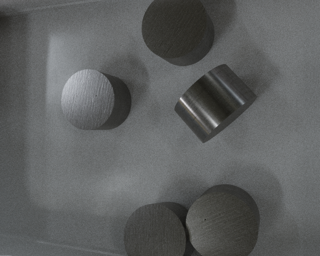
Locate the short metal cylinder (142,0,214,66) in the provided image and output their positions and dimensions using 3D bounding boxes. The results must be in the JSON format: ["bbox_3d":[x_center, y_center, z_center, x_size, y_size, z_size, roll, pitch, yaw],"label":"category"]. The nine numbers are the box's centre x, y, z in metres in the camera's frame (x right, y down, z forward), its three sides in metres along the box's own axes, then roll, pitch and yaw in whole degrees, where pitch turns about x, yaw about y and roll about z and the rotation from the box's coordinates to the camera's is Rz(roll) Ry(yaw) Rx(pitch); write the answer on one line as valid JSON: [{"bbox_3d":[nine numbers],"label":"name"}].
[{"bbox_3d":[0.024,-0.122,0.389,0.080,0.050,0.080,0,90,20],"label":"short metal cylinder"}]

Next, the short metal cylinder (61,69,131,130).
[{"bbox_3d":[-0.087,-0.037,0.428,0.080,0.050,0.080,0,90,20],"label":"short metal cylinder"}]

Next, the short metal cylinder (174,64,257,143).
[{"bbox_3d":[0.064,-0.027,0.359,0.080,0.080,0.050,-43,77,15],"label":"short metal cylinder"}]

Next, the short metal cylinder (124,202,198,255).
[{"bbox_3d":[0.002,0.135,0.389,0.080,0.050,0.080,-4,79,22],"label":"short metal cylinder"}]

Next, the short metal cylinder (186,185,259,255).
[{"bbox_3d":[0.076,0.111,0.370,0.080,0.050,0.080,0,90,20],"label":"short metal cylinder"}]
